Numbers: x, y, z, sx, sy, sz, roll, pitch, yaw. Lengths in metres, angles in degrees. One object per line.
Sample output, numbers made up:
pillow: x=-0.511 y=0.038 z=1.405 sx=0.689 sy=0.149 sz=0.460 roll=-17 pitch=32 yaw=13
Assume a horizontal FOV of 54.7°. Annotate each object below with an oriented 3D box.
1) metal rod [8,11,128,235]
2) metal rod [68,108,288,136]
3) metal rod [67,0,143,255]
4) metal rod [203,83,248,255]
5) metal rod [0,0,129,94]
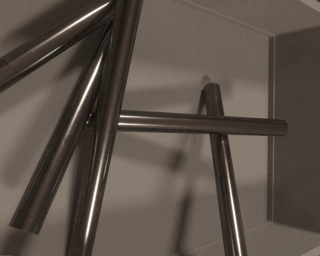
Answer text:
metal rod: x=-0.073 y=-0.045 z=0.320 sx=0.025 sy=0.025 sz=0.300 roll=36 pitch=60 yaw=-35
metal rod: x=0.040 y=-0.005 z=0.390 sx=0.303 sy=0.025 sz=0.025 roll=2 pitch=89 yaw=-24
metal rod: x=-0.057 y=0.000 z=0.319 sx=0.025 sy=0.025 sz=0.298 roll=7 pitch=98 yaw=-40
metal rod: x=0.084 y=0.064 z=0.399 sx=0.025 sy=0.025 sz=0.299 roll=27 pitch=48 yaw=-37
metal rod: x=-0.107 y=-0.079 z=0.296 sx=0.301 sy=0.025 sz=0.025 roll=-43 pitch=117 yaw=-24
